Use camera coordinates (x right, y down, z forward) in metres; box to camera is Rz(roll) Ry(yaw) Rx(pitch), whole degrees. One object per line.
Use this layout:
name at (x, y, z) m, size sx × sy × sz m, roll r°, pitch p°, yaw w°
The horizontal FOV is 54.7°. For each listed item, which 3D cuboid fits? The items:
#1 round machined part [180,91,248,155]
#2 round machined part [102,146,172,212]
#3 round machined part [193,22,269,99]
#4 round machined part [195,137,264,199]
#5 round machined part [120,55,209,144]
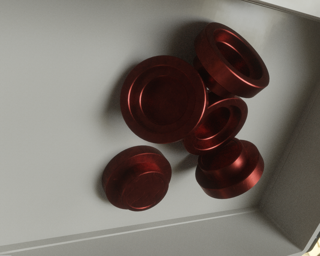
round machined part at (0.065, -0.013, 0.416) m, size 0.099 × 0.042 × 0.097 m, roll -20°, pitch 139°, yaw -18°
round machined part at (-0.027, 0.076, 0.430) m, size 0.099 × 0.042 × 0.097 m, roll -14°, pitch 124°, yaw -21°
round machined part at (0.079, -0.074, 0.367) m, size 0.099 × 0.098 × 0.042 m, roll 12°, pitch 140°, yaw -34°
round machined part at (0.094, 0.050, 0.445) m, size 0.098 × 0.098 × 0.042 m, roll -37°, pitch 117°, yaw -4°
round machined part at (0.007, -0.031, 0.359) m, size 0.098 × 0.098 × 0.042 m, roll -53°, pitch 166°, yaw 9°
